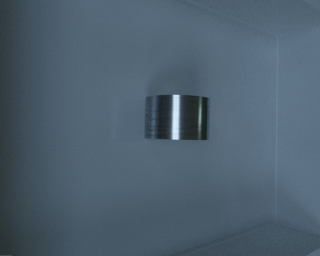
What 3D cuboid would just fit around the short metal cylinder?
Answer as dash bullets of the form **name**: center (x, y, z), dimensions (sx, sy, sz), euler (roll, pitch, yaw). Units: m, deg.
- **short metal cylinder**: center (0.021, -0.011, 0.384), dimensions (0.081, 0.080, 0.050), euler (2, 89, -40)
